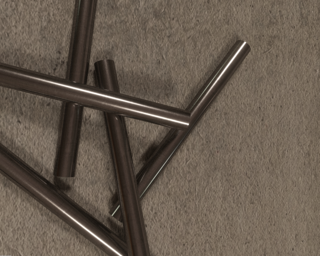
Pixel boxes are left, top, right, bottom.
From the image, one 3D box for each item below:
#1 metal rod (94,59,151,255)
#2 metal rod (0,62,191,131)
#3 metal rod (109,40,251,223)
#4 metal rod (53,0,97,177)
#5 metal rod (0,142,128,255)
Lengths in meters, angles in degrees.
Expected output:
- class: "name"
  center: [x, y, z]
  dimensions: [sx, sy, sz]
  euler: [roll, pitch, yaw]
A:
- class: "metal rod"
  center: [-0.041, 0.065, 0.372]
  dimensions: [0.025, 0.025, 0.298]
  euler: [-9, 85, -20]
- class: "metal rod"
  center: [-0.112, -0.043, 0.343]
  dimensions: [0.302, 0.025, 0.025]
  euler: [14, 85, -11]
- class: "metal rod"
  center: [0.034, -0.003, 0.422]
  dimensions: [0.025, 0.025, 0.300]
  euler: [41, 77, -16]
- class: "metal rod"
  center: [-0.097, -0.092, 0.373]
  dimensions: [0.025, 0.025, 0.298]
  euler: [7, 87, -20]
- class: "metal rod"
  center: [-0.082, 0.125, 0.379]
  dimensions: [0.300, 0.025, 0.025]
  euler: [44, 76, -15]
